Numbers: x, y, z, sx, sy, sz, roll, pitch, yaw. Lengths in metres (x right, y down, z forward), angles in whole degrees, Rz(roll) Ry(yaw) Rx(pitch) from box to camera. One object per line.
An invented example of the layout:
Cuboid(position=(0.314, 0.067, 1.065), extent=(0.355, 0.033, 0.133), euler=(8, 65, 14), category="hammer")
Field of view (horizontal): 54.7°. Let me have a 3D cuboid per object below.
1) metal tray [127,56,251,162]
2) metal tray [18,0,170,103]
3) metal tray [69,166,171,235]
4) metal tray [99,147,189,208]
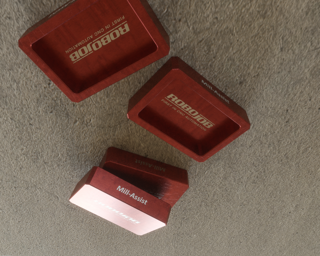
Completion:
Cuboid(position=(0.037, -0.017, 0.389), extent=(0.130, 0.030, 0.090), euler=(33, 123, -25), category="metal tray")
Cuboid(position=(-0.066, -0.091, 0.325), extent=(0.130, 0.030, 0.090), euler=(-25, 126, 19), category="metal tray")
Cuboid(position=(-0.060, 0.113, 0.463), extent=(0.130, 0.030, 0.090), euler=(31, 141, -14), category="metal tray")
Cuboid(position=(-0.033, 0.086, 0.476), extent=(0.131, 0.030, 0.089), euler=(19, 127, -16), category="metal tray")
